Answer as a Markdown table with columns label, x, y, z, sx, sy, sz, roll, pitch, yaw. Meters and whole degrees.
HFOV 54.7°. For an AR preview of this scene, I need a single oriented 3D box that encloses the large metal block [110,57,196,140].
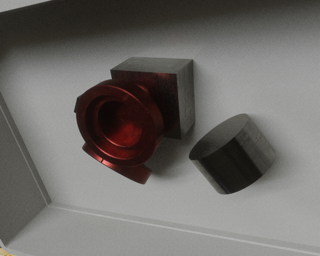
| label | x | y | z | sx | sy | sz | roll | pitch | yaw |
| --- | --- | --- | --- | --- | --- | --- | --- | --- | --- |
| large metal block | -0.005 | -0.038 | 0.371 | 0.080 | 0.050 | 0.079 | 8 | 122 | 23 |

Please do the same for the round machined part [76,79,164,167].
| label | x | y | z | sx | sy | sz | roll | pitch | yaw |
| --- | --- | --- | --- | --- | --- | --- | --- | --- | --- |
| round machined part | -0.040 | -0.008 | 0.346 | 0.098 | 0.042 | 0.097 | 12 | 121 | 20 |

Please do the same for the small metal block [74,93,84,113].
| label | x | y | z | sx | sy | sz | roll | pitch | yaw |
| --- | --- | --- | --- | --- | --- | --- | --- | --- | --- |
| small metal block | -0.077 | -0.029 | 0.413 | 0.050 | 0.050 | 0.025 | 31 | 128 | 7 |

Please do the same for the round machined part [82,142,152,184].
| label | x | y | z | sx | sy | sz | roll | pitch | yaw |
| --- | --- | --- | --- | --- | --- | --- | --- | --- | --- |
| round machined part | -0.052 | 0.034 | 0.422 | 0.098 | 0.098 | 0.042 | 30 | 85 | 8 |

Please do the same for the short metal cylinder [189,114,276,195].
| label | x | y | z | sx | sy | sz | roll | pitch | yaw |
| --- | --- | --- | --- | --- | --- | --- | --- | --- | --- |
| short metal cylinder | 0.080 | 0.028 | 0.348 | 0.080 | 0.080 | 0.050 | -33 | 100 | 38 |
